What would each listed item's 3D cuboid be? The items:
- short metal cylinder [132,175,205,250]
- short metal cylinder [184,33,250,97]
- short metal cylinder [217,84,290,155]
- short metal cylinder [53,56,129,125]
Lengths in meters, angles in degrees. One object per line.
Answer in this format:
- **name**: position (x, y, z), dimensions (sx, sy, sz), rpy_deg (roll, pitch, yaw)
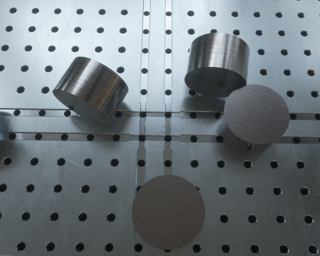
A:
- **short metal cylinder**: position (0.009, 0.099, 0.362), dimensions (0.081, 0.050, 0.080), rpy_deg (0, 70, 0)
- **short metal cylinder**: position (0.076, -0.081, 0.413), dimensions (0.080, 0.080, 0.050), rpy_deg (10, 71, 3)
- **short metal cylinder**: position (0.119, -0.010, 0.404), dimensions (0.081, 0.050, 0.080), rpy_deg (0, 70, 0)
- **short metal cylinder**: position (-0.088, -0.046, 0.398), dimensions (0.080, 0.080, 0.050), rpy_deg (24, 72, 8)
